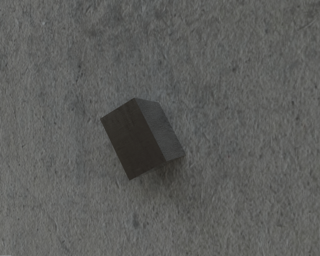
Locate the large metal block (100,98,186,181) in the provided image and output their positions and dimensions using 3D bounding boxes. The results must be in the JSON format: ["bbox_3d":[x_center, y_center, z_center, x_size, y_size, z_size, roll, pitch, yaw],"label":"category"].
[{"bbox_3d":[-0.018,0.012,0.386,0.050,0.080,0.080,-30,80,18],"label":"large metal block"}]
